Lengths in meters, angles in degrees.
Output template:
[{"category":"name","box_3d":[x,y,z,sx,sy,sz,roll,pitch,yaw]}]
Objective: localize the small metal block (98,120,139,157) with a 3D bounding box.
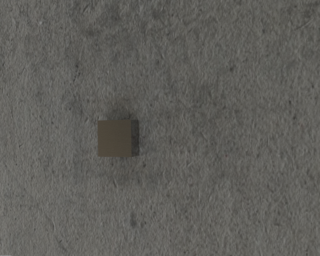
[{"category":"small metal block","box_3d":[-0.057,0.014,0.428,0.050,0.025,0.050,-1,90,19]}]
